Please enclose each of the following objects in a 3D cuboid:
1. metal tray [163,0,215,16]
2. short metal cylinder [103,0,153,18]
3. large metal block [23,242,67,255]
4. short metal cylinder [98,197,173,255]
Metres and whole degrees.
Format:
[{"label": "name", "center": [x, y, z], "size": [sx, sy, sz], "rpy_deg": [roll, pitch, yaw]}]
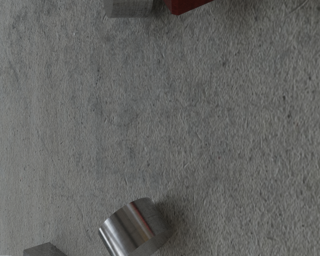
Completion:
[{"label": "metal tray", "center": [0.027, -0.196, 0.345], "size": [0.090, 0.030, 0.130], "rpy_deg": [-25, 69, -6]}, {"label": "short metal cylinder", "center": [-0.044, -0.185, 0.402], "size": [0.080, 0.050, 0.080], "rpy_deg": [173, 90, -72]}, {"label": "large metal block", "center": [-0.206, 0.267, 0.559], "size": [0.080, 0.050, 0.079], "rpy_deg": [13, 98, 39]}, {"label": "short metal cylinder", "center": [-0.030, 0.134, 0.394], "size": [0.050, 0.081, 0.080], "rpy_deg": [50, 120, 28]}]
